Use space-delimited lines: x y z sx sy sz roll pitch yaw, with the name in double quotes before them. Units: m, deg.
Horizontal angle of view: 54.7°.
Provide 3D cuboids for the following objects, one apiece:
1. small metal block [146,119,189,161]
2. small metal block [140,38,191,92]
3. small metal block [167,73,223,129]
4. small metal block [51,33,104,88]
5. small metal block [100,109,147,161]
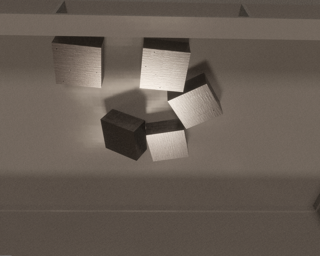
"small metal block" 0.011 0.017 0.424 0.050 0.025 0.050 -8 130 6
"small metal block" 0.005 -0.070 0.349 0.050 0.025 0.050 5 130 -5
"small metal block" 0.043 -0.032 0.382 0.050 0.025 0.050 -23 127 18
"small metal block" -0.089 -0.075 0.344 0.050 0.025 0.050 5 130 -5
"small metal block" -0.046 0.009 0.402 0.050 0.025 0.050 20 135 23
